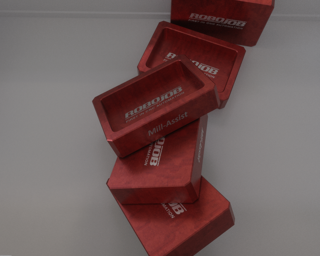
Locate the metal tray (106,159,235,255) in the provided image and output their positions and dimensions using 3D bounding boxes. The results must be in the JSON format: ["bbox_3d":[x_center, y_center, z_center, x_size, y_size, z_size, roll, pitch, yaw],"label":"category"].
[{"bbox_3d":[0.006,0.079,0.340,0.090,0.030,0.130,-32,38,-12],"label":"metal tray"}]

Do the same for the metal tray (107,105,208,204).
[{"bbox_3d":[0.003,0.022,0.355,0.090,0.030,0.130,-6,43,21],"label":"metal tray"}]

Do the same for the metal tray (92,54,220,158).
[{"bbox_3d":[-0.008,-0.030,0.367,0.131,0.030,0.090,-27,43,-4],"label":"metal tray"}]

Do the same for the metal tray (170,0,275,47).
[{"bbox_3d":[0.082,-0.162,0.434,0.131,0.090,0.030,10,71,3],"label":"metal tray"}]

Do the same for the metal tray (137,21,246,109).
[{"bbox_3d":[0.044,-0.091,0.440,0.131,0.030,0.090,21,71,7],"label":"metal tray"}]
